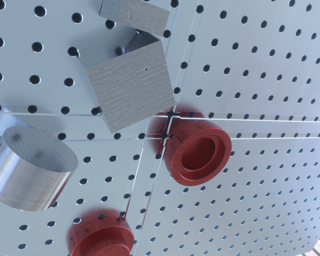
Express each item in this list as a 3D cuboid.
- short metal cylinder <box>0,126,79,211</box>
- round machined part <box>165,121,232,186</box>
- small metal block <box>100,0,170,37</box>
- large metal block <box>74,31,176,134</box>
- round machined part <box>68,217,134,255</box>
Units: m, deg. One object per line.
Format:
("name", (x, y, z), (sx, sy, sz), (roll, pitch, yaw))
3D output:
("short metal cylinder", (-0.135, 0.041, 0.327), (0.080, 0.080, 0.050), (25, 105, -37))
("round machined part", (0.051, 0.033, 0.448), (0.099, 0.042, 0.097), (-14, 124, -21))
("small metal block", (-0.026, -0.114, 0.309), (0.050, 0.050, 0.025), (7, 110, -32))
("large metal block", (-0.036, -0.053, 0.342), (0.080, 0.050, 0.080), (-25, 128, -13))
("round machined part", (-0.085, 0.186, 0.469), (0.099, 0.042, 0.097), (-14, 124, -21))
